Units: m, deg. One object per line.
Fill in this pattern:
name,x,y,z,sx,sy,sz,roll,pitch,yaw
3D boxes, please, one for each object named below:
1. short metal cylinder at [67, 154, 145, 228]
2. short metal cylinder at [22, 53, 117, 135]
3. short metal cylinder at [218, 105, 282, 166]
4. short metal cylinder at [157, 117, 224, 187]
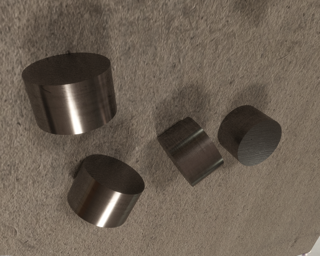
short metal cylinder,-0.066,0.076,0.383,0.081,0.080,0.050,18,109,-36
short metal cylinder,-0.085,-0.036,0.303,0.081,0.080,0.050,-16,125,-20
short metal cylinder,0.137,0.011,0.475,0.081,0.050,0.079,-14,125,-21
short metal cylinder,0.040,0.031,0.414,0.050,0.080,0.080,-36,129,-5
